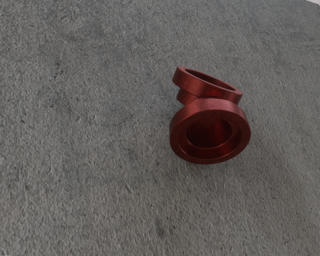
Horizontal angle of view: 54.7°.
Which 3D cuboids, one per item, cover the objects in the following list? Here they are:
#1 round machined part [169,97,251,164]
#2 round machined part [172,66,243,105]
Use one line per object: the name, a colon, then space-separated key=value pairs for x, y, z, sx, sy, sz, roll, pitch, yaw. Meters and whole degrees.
round machined part: x=0.061 y=0.000 z=0.392 sx=0.099 sy=0.097 sz=0.042 roll=18 pitch=42 yaw=-18
round machined part: x=0.062 y=-0.049 z=0.436 sx=0.099 sy=0.042 sz=0.098 roll=20 pitch=18 yaw=-7
